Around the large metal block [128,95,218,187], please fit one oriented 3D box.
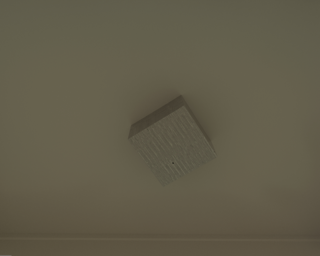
[{"bbox_3d":[0.016,0.016,0.404,0.080,0.050,0.080,-31,108,10],"label":"large metal block"}]
